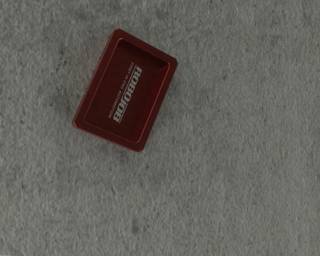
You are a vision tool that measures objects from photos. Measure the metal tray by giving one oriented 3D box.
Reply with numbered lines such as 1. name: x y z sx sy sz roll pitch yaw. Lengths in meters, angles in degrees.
1. metal tray: -0.043 -0.045 0.390 0.090 0.030 0.130 24 82 -19
